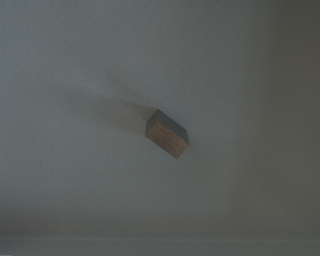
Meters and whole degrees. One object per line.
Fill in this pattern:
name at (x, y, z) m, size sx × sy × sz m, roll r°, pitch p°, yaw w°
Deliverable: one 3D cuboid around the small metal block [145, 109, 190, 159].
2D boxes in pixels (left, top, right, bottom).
small metal block at (0.009, 0.007, 0.400) m, size 0.050 × 0.050 × 0.025 m, roll 37°, pitch 106°, yaw -13°
